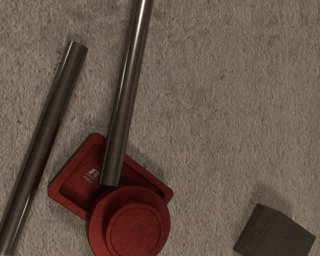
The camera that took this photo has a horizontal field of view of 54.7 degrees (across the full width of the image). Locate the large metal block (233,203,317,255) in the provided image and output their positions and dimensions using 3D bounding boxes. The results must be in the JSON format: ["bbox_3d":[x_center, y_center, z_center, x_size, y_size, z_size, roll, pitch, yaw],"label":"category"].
[{"bbox_3d":[0.170,0.172,0.461,0.080,0.050,0.080,36,78,-17],"label":"large metal block"}]

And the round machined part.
[{"bbox_3d":[-0.033,0.115,0.356,0.099,0.042,0.097,0,90,-21],"label":"round machined part"}]

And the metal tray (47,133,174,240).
[{"bbox_3d":[-0.059,0.078,0.385,0.130,0.030,0.090,40,77,-16],"label":"metal tray"}]

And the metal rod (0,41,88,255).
[{"bbox_3d":[-0.144,0.042,0.356,0.025,0.025,0.299,20,83,-19],"label":"metal rod"}]

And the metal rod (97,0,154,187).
[{"bbox_3d":[-0.034,-0.080,0.377,0.025,0.025,0.299,14,78,-20],"label":"metal rod"}]
